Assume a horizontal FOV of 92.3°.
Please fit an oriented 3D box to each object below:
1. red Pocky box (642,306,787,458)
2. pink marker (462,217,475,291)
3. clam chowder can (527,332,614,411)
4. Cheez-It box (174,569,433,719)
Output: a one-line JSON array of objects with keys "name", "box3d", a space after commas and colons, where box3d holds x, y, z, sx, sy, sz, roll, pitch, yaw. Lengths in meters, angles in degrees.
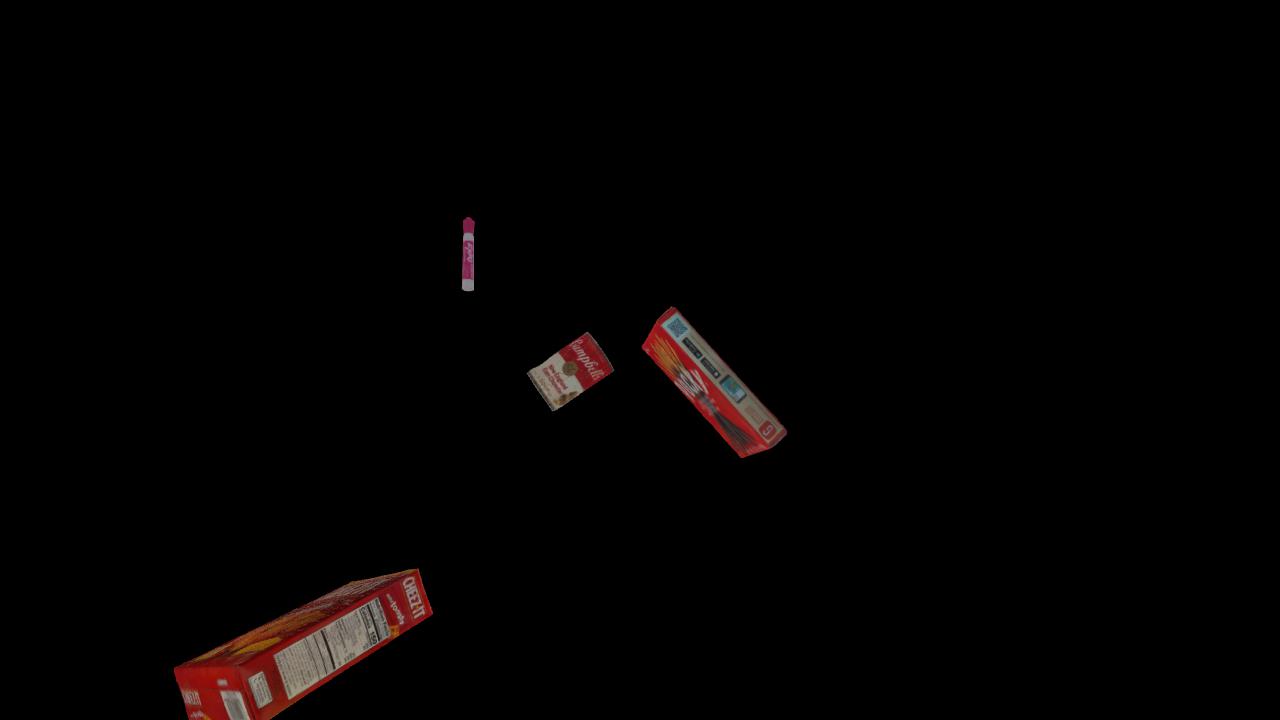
[{"name": "red Pocky box", "box3d": [0.066, 0.025, 0.586, 0.028, 0.155, 0.083, -40, -6, -16]}, {"name": "pink marker", "box3d": [-0.275, -0.170, 0.985, 0.020, 0.121, 0.020, -2, -11, 0]}, {"name": "clam chowder can", "box3d": [-0.096, 0.016, 0.851, 0.102, 0.068, 0.068, -34, 5, -8]}, {"name": "Cheez-It box", "box3d": [-0.389, 0.333, 0.730, 0.166, 0.071, 0.223, -20, -2, 33]}]
